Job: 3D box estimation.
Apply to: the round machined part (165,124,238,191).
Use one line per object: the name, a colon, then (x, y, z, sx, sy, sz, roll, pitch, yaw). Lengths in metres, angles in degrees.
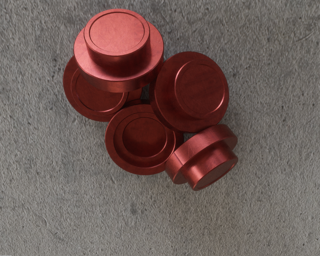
round machined part: (0.058, 0.043, 0.389, 0.098, 0.098, 0.042, -41, 65, 13)

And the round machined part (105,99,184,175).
round machined part: (-0.019, 0.009, 0.405, 0.099, 0.042, 0.097, 0, 110, -1)

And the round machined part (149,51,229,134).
round machined part: (0.040, -0.043, 0.364, 0.099, 0.042, 0.097, 1, 86, -21)

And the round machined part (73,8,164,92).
round machined part: (-0.045, -0.090, 0.337, 0.099, 0.098, 0.042, 1, 152, -1)

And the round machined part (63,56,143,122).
round machined part: (-0.071, -0.053, 0.383, 0.099, 0.042, 0.097, 0, 110, -1)
